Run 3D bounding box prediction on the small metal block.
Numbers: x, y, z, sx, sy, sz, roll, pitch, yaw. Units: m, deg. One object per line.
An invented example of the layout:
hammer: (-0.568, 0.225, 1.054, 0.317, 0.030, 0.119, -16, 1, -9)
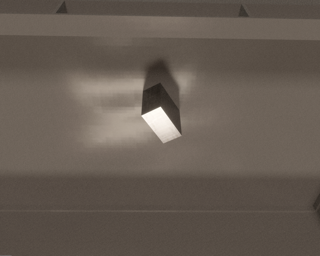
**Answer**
small metal block: (0.002, -0.018, 0.377, 0.025, 0.050, 0.050, -24, 126, 19)
